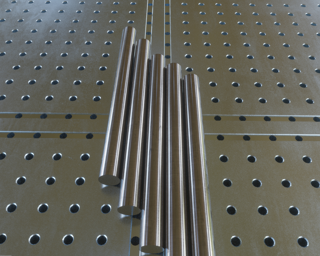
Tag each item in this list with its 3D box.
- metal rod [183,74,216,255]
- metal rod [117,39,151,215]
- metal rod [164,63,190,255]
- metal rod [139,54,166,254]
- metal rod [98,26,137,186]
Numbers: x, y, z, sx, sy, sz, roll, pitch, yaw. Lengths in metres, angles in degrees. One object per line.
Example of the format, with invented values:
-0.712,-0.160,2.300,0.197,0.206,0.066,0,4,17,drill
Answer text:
0.044,0.042,0.372,0.025,0.025,0.300,1,50,0,metal rod
-0.031,-0.026,0.428,0.025,0.025,0.300,1,50,0,metal rod
0.019,0.022,0.388,0.025,0.025,0.300,1,50,0,metal rod
-0.006,0.005,0.402,0.025,0.025,0.300,1,50,0,metal rod
-0.056,-0.055,0.452,0.025,0.025,0.300,1,50,0,metal rod
